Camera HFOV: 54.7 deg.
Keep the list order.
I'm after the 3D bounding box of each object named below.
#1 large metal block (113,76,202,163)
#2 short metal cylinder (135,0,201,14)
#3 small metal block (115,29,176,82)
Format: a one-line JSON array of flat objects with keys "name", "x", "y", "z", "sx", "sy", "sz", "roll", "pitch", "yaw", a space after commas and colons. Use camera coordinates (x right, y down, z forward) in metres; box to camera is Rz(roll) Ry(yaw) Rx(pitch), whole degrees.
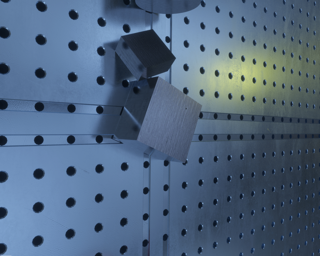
[{"name": "large metal block", "x": -0.001, "y": -0.008, "z": 0.392, "sx": 0.080, "sy": 0.050, "sz": 0.080, "roll": 29, "pitch": 72, "yaw": -37}, {"name": "short metal cylinder", "x": 0.010, "y": -0.180, "z": 0.381, "sx": 0.081, "sy": 0.080, "sz": 0.050, "roll": 1, "pitch": 90, "yaw": -40}, {"name": "small metal block", "x": -0.018, "y": -0.090, "z": 0.379, "sx": 0.050, "sy": 0.025, "sz": 0.050, "roll": -26, "pitch": 74, "yaw": -37}]
